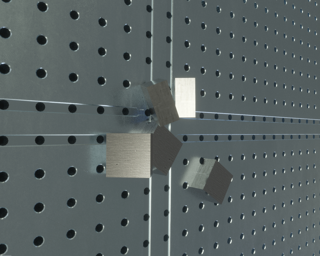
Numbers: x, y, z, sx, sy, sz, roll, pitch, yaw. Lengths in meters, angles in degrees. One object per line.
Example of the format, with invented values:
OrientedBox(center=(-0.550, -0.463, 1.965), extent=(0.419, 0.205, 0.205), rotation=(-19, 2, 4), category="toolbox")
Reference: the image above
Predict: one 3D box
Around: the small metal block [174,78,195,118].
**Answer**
OrientedBox(center=(0.032, -0.039, 0.415), extent=(0.025, 0.050, 0.050), rotation=(-1, 91, 0), category="small metal block")

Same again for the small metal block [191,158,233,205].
OrientedBox(center=(0.081, 0.082, 0.476), extent=(0.050, 0.025, 0.050), rotation=(42, 65, -32), category="small metal block")

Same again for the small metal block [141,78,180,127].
OrientedBox(center=(-0.001, -0.033, 0.387), extent=(0.025, 0.050, 0.050), rotation=(-21, 105, -7), category="small metal block")

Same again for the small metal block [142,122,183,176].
OrientedBox(center=(-0.004, 0.027, 0.405), extent=(0.050, 0.025, 0.050), rotation=(43, 64, -32), category="small metal block")

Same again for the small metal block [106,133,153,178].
OrientedBox(center=(-0.035, 0.031, 0.361), extent=(0.050, 0.025, 0.050), rotation=(0, 90, 4), category="small metal block")
